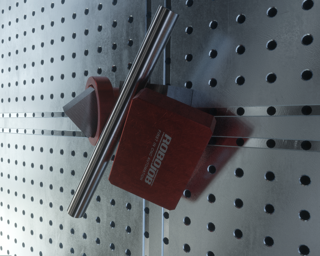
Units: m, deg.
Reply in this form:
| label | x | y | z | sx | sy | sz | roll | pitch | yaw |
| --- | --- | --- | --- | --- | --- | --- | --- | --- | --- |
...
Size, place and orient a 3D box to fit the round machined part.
| label | x | y | z | sx | sy | sz | roll | pitch | yaw |
| --- | --- | --- | --- | --- | --- | --- | --- | --- | --- |
| round machined part | -0.077 | -0.024 | 0.442 | 0.098 | 0.042 | 0.097 | 177 | 90 | -65 |

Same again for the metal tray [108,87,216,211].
| label | x | y | z | sx | sy | sz | roll | pitch | yaw |
| --- | --- | --- | --- | --- | --- | --- | --- | --- | --- |
| metal tray | -0.001 | 0.028 | 0.362 | 0.090 | 0.030 | 0.129 | 24 | 123 | 5 |

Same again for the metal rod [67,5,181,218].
| label | x | y | z | sx | sy | sz | roll | pitch | yaw |
| --- | --- | --- | --- | --- | --- | --- | --- | --- | --- |
| metal rod | -0.054 | -0.004 | 0.387 | 0.025 | 0.025 | 0.298 | 42 | 115 | 32 |

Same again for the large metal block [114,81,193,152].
| label | x | y | z | sx | sy | sz | roll | pitch | yaw |
| --- | --- | --- | --- | --- | --- | --- | --- | --- | --- |
| large metal block | -0.010 | -0.016 | 0.399 | 0.080 | 0.050 | 0.079 | 12 | 97 | 39 |

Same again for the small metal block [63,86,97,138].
| label | x | y | z | sx | sy | sz | roll | pitch | yaw |
| --- | --- | --- | --- | --- | --- | --- | --- | --- | --- |
| small metal block | -0.099 | -0.023 | 0.436 | 0.050 | 0.050 | 0.025 | -39 | 30 | -5 |
